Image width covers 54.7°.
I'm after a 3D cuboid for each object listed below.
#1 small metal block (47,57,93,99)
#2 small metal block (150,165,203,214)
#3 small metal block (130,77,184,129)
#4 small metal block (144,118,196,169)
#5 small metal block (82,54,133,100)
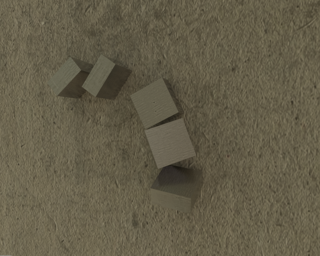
[{"bbox_3d":[-0.120,-0.069,0.438,0.050,0.050,0.025,-42,77,15],"label":"small metal block"},{"bbox_3d":[0.022,0.074,0.385,0.050,0.050,0.025,10,123,19],"label":"small metal block"},{"bbox_3d":[-0.004,-0.031,0.410,0.050,0.025,0.050,-27,81,18],"label":"small metal block"},{"bbox_3d":[0.012,0.020,0.394,0.050,0.025,0.050,-19,83,-9],"label":"small metal block"},{"bbox_3d":[-0.070,-0.067,0.421,0.025,0.050,0.050,37,102,16],"label":"small metal block"}]
